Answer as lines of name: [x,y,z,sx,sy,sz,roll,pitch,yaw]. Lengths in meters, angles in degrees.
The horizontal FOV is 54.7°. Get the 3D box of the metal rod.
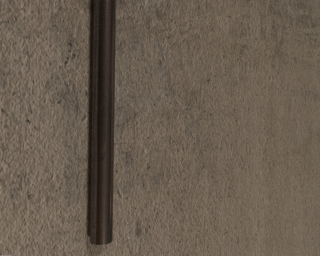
metal rod: [-0.064,-0.021,0.352,0.025,0.025,0.298,1,89,-40]
